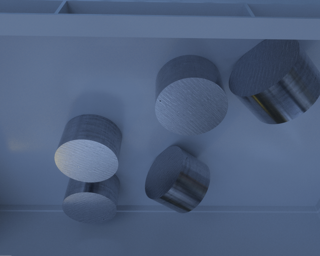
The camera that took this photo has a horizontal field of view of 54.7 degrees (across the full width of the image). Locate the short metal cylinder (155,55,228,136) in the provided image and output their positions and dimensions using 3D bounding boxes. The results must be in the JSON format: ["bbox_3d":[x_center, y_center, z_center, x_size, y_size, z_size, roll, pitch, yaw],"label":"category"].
[{"bbox_3d":[0.035,-0.037,0.361,0.081,0.050,0.079,0,130,0],"label":"short metal cylinder"}]

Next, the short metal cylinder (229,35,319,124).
[{"bbox_3d":[0.122,-0.051,0.331,0.080,0.080,0.050,-36,122,26],"label":"short metal cylinder"}]

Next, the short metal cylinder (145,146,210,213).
[{"bbox_3d":[0.024,0.072,0.434,0.050,0.080,0.080,33,123,-25],"label":"short metal cylinder"}]

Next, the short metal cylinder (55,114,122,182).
[{"bbox_3d":[-0.094,0.028,0.415,0.081,0.050,0.079,0,130,0],"label":"short metal cylinder"}]

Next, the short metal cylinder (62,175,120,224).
[{"bbox_3d":[-0.105,0.105,0.481,0.081,0.050,0.079,0,130,0],"label":"short metal cylinder"}]
